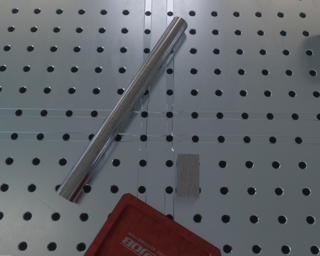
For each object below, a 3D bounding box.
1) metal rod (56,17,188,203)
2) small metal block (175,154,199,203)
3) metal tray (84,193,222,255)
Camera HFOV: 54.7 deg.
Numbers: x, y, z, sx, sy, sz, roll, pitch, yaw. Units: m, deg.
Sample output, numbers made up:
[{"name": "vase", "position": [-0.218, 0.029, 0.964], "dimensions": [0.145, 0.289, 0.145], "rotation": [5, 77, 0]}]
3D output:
[{"name": "metal rod", "position": [-0.043, -0.037, 0.424], "dimensions": [0.025, 0.025, 0.300], "rotation": [28, 72, 9]}, {"name": "small metal block", "position": [0.032, 0.062, 0.376], "dimensions": [0.025, 0.050, 0.050], "rotation": [2, 70, 1]}, {"name": "metal tray", "position": [-0.008, 0.146, 0.355], "dimensions": [0.130, 0.030, 0.090], "rotation": [30, 73, 10]}]
